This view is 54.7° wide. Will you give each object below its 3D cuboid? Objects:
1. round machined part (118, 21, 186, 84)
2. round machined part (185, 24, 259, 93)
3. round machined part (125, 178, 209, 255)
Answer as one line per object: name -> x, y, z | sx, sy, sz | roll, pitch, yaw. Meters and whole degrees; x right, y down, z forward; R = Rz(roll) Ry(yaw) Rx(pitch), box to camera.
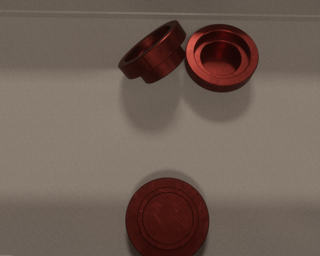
round machined part -> -0.005, -0.097, 0.417 | 0.098, 0.098, 0.042 | -46, 115, -15
round machined part -> 0.084, -0.093, 0.436 | 0.099, 0.042, 0.098 | 0, 70, -1
round machined part -> 0.009, 0.106, 0.362 | 0.099, 0.042, 0.098 | 0, 70, -1
